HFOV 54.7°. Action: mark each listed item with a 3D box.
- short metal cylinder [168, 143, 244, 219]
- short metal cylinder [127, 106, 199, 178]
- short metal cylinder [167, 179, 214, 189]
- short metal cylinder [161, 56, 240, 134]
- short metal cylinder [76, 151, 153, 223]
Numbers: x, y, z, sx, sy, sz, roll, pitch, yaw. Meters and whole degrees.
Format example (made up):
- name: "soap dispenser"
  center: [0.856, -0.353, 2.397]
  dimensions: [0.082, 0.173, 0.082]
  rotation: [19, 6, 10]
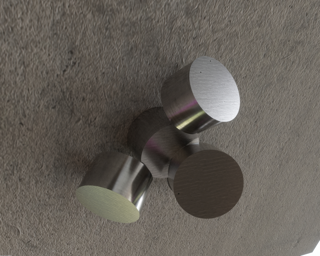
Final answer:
- name: "short metal cylinder"
  center: [0.052, 0.061, 0.372]
  dimensions: [0.081, 0.050, 0.079]
  rotation: [-1, 96, -6]
- name: "short metal cylinder"
  center: [0.003, 0.018, 0.405]
  dimensions: [0.081, 0.050, 0.079]
  rotation: [-14, 124, -21]
- name: "short metal cylinder"
  center: [0.057, 0.069, 0.446]
  dimensions: [0.080, 0.080, 0.050]
  rotation: [-46, 129, 4]
- name: "short metal cylinder"
  center: [0.048, -0.038, 0.368]
  dimensions: [0.081, 0.080, 0.050]
  rotation: [14, 154, -34]
- name: "short metal cylinder"
  center: [-0.055, 0.074, 0.381]
  dimensions: [0.080, 0.050, 0.080]
  rotation: [12, 139, 11]
